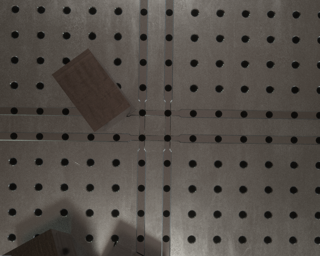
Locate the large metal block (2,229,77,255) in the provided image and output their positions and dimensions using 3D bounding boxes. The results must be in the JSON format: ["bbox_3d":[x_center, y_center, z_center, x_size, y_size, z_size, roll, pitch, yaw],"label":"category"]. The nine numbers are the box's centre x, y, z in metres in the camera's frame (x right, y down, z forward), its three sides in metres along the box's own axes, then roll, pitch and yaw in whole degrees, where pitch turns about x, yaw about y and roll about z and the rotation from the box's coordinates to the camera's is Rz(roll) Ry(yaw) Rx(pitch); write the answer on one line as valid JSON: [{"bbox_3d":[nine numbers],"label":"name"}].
[{"bbox_3d":[-0.147,0.184,0.382,0.080,0.050,0.080,-29,60,0],"label":"large metal block"}]

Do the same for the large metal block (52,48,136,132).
[{"bbox_3d":[-0.077,-0.042,0.385,0.050,0.080,0.080,-36,90,0],"label":"large metal block"}]

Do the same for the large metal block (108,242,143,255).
[{"bbox_3d":[-0.045,0.210,0.400,0.080,0.050,0.080,28,90,-1],"label":"large metal block"}]
